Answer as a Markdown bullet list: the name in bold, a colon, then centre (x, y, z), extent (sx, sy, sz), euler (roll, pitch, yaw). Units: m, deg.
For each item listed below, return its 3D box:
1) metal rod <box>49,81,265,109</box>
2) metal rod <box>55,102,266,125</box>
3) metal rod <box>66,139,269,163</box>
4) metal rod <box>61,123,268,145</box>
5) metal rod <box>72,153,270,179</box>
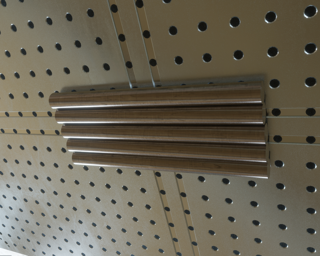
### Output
- **metal rod**: centre (-0.024, -0.039, 0.398), extent (0.301, 0.025, 0.025), euler (1, 119, 27)
- **metal rod**: centre (-0.019, -0.017, 0.409), extent (0.301, 0.025, 0.025), euler (1, 119, 27)
- **metal rod**: centre (-0.008, 0.027, 0.431), extent (0.301, 0.025, 0.025), euler (1, 119, 27)
- **metal rod**: centre (-0.013, 0.005, 0.420), extent (0.301, 0.025, 0.025), euler (1, 119, 27)
- **metal rod**: centre (-0.003, 0.048, 0.441), extent (0.300, 0.025, 0.025), euler (0, 119, 27)
